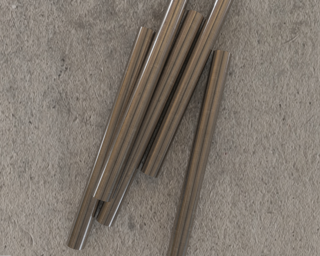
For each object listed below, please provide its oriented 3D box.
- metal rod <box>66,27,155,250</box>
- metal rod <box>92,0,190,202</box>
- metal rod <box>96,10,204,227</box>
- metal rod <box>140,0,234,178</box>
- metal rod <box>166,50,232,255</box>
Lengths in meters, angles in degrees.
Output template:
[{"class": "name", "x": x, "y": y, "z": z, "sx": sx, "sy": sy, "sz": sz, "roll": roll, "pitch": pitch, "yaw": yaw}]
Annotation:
[{"class": "metal rod", "x": -0.064, "y": 0.013, "z": 0.409, "sx": 0.025, "sy": 0.025, "sz": 0.298, "roll": 19, "pitch": 90, "yaw": -1}, {"class": "metal rod", "x": -0.019, "y": -0.052, "z": 0.394, "sx": 0.025, "sy": 0.025, "sz": 0.299, "roll": 21, "pitch": 86, "yaw": -1}, {"class": "metal rod", "x": -0.013, "y": -0.013, "z": 0.409, "sx": 0.025, "sy": 0.025, "sz": 0.299, "roll": 24, "pitch": 90, "yaw": -1}, {"class": "metal rod", "x": 0.044, "y": -0.077, "z": 0.410, "sx": 0.025, "sy": 0.025, "sz": 0.299, "roll": 23, "pitch": 90, "yaw": -1}, {"class": "metal rod", "x": 0.050, "y": 0.046, "z": 0.410, "sx": 0.025, "sy": 0.025, "sz": 0.298, "roll": 13, "pitch": 90, "yaw": -1}]
